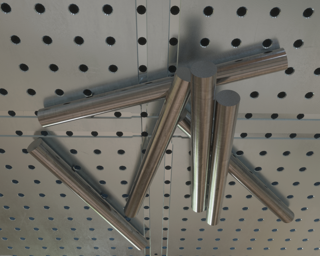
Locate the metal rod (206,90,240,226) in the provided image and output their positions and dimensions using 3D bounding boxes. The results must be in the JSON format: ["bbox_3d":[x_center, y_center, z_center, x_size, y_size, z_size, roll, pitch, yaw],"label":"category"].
[{"bbox_3d":[0.082,0.065,0.436,0.025,0.025,0.299,-3,140,3],"label":"metal rod"}]

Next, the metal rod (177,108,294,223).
[{"bbox_3d":[0.125,0.070,0.471,0.025,0.025,0.301,-34,123,25],"label":"metal rod"}]

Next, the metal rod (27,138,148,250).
[{"bbox_3d":[-0.104,0.124,0.515,0.025,0.025,0.300,-22,127,17],"label":"metal rod"}]

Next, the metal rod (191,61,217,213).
[{"bbox_3d":[0.053,0.038,0.408,0.025,0.025,0.299,-4,141,3],"label":"metal rod"}]

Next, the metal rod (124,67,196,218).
[{"bbox_3d":[-0.011,0.043,0.428,0.025,0.025,0.298,12,135,-10],"label":"metal rod"}]

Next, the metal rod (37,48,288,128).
[{"bbox_3d":[-0.006,-0.045,0.372,0.301,0.025,0.025,-13,129,10],"label":"metal rod"}]
